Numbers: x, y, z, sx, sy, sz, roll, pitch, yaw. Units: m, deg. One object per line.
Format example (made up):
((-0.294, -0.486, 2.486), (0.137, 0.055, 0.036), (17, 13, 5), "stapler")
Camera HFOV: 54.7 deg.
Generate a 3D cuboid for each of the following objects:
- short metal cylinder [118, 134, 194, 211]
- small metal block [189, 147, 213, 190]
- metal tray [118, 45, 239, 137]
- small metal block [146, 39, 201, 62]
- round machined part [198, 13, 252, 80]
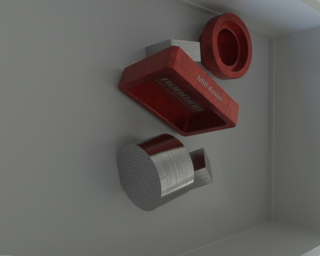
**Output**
((-0.006, 0.051, 0.367), (0.050, 0.080, 0.079), (-16, 101, -39), "short metal cylinder")
((0.041, 0.057, 0.413), (0.050, 0.050, 0.025), (-80, 147, -64), "small metal block")
((0.025, -0.038, 0.384), (0.130, 0.090, 0.030), (35, 57, -35), "metal tray")
((0.017, -0.097, 0.407), (0.050, 0.050, 0.025), (-7, 95, -40), "small metal block")
((0.096, -0.123, 0.479), (0.099, 0.042, 0.097), (0, 90, -40), "round machined part")
